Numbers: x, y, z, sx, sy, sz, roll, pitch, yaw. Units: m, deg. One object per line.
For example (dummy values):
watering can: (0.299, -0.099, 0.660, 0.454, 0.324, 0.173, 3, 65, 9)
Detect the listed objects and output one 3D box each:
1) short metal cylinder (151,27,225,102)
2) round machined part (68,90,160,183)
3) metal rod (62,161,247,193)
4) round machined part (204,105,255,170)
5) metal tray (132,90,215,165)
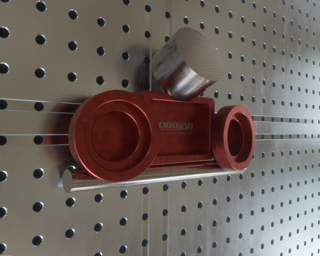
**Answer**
short metal cylinder: (0.036, -0.081, 0.399, 0.080, 0.050, 0.080, 21, 52, -29)
round machined part: (-0.053, 0.009, 0.343, 0.099, 0.042, 0.097, 2, 87, -32)
metal rod: (0.019, 0.059, 0.420, 0.302, 0.025, 0.025, 2, 89, -40)
round machined part: (0.104, 0.015, 0.475, 0.099, 0.042, 0.097, 2, 87, -47)
metal tray: (0.020, 0.001, 0.417, 0.131, 0.030, 0.089, 1, 90, -40)
